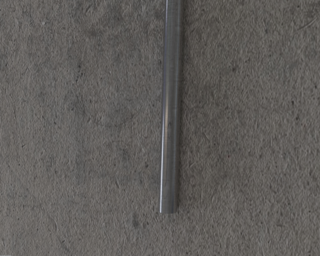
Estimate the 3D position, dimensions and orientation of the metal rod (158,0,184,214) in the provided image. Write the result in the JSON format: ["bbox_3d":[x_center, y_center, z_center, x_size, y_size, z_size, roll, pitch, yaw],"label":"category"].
[{"bbox_3d":[0.015,-0.041,0.404,0.025,0.025,0.298,2,91,20],"label":"metal rod"}]
